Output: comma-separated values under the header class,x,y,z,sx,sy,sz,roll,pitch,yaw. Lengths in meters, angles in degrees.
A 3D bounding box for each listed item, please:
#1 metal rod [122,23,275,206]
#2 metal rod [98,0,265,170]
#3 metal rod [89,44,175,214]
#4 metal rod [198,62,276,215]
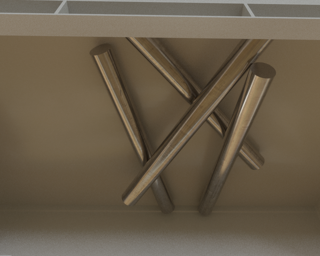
class,x,y,z,sx,sy,sz,roll,pitch,yaw
metal rod,0.027,0.007,0.380,0.025,0.025,0.298,23,126,-19
metal rod,0.045,-0.037,0.377,0.025,0.025,0.300,-33,123,24
metal rod,-0.026,0.025,0.429,0.025,0.025,0.299,-12,130,10
metal rod,0.088,0.040,0.414,0.025,0.025,0.298,3,139,-3
